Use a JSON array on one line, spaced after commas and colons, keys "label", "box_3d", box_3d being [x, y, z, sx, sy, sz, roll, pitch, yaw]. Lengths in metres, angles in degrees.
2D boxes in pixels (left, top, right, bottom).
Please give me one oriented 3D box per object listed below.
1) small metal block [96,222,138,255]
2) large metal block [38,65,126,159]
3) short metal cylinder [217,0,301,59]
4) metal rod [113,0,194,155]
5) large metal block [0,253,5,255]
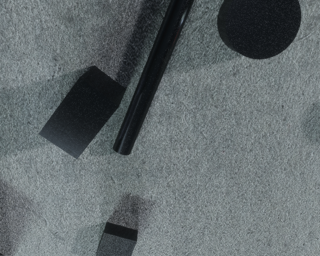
[{"label": "small metal block", "box_3d": [-0.066, 0.178, 0.475, 0.050, 0.025, 0.050, 18, 109, -7]}, {"label": "large metal block", "box_3d": [-0.088, -0.022, 0.371, 0.050, 0.080, 0.080, 37, 106, -13]}, {"label": "short metal cylinder", "box_3d": [0.110, -0.122, 0.353, 0.081, 0.050, 0.079, 0, 110, -1]}, {"label": "metal rod", "box_3d": [0.005, -0.099, 0.373, 0.025, 0.025, 0.298, 21, 109, -8]}, {"label": "large metal block", "box_3d": [-0.296, 0.223, 0.475, 0.080, 0.050, 0.080, 42, 105, -14]}]
